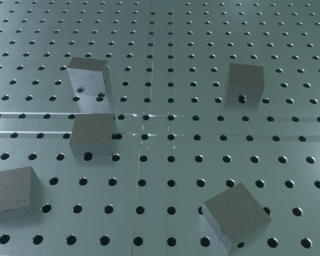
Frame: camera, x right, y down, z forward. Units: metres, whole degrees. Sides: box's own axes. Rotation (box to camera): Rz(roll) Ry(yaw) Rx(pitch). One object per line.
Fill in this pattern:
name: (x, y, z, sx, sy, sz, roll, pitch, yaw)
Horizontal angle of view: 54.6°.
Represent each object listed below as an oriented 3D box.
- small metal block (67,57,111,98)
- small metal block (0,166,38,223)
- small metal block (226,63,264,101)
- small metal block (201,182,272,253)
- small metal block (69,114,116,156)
small metal block: (-0.102, -0.074, 0.453, 0.050, 0.050, 0.025, 7, 51, 6)
small metal block: (-0.166, 0.074, 0.345, 0.050, 0.025, 0.050, -10, 51, -8)
small metal block: (0.128, -0.070, 0.467, 0.050, 0.025, 0.050, 8, 50, 6)
small metal block: (0.080, 0.094, 0.330, 0.050, 0.025, 0.050, -23, 54, -18)
small metal block: (-0.085, 0.008, 0.400, 0.050, 0.025, 0.050, -1, 50, -1)
